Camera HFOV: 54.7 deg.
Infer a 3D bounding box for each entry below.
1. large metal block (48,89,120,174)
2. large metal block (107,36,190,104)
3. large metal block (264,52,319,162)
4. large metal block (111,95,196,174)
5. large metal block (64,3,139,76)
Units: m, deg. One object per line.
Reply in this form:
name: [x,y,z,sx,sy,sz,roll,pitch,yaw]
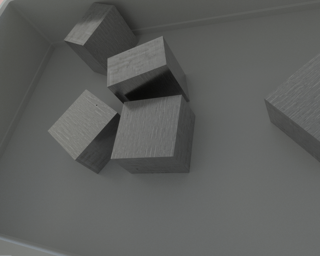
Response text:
large metal block: [-0.096,0.004,0.436,0.080,0.050,0.080,35,81,38]
large metal block: [-0.014,-0.064,0.416,0.080,0.080,0.050,-18,55,18]
large metal block: [0.168,-0.020,0.314,0.080,0.050,0.080,-40,51,1]
large metal block: [-0.006,0.010,0.385,0.080,0.050,0.080,-5,60,25]
large metal block: [-0.092,-0.142,0.504,0.050,0.080,0.080,23,74,36]
